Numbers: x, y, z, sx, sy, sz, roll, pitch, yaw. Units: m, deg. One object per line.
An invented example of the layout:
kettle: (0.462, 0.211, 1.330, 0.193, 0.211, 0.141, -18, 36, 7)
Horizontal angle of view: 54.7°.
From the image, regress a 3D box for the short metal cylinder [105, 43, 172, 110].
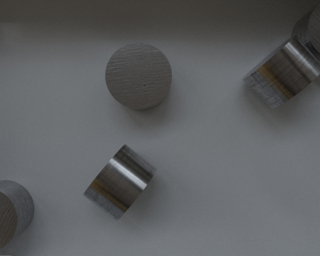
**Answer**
short metal cylinder: (-0.026, -0.063, 0.398, 0.081, 0.050, 0.080, 0, 90, 0)

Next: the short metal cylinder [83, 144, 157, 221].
short metal cylinder: (-0.049, 0.066, 0.383, 0.050, 0.080, 0.080, 39, 90, 0)

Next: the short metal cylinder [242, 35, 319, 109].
short metal cylinder: (0.151, -0.069, 0.385, 0.080, 0.080, 0.050, -42, 90, 0)

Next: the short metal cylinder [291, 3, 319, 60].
short metal cylinder: (0.220, -0.121, 0.400, 0.081, 0.050, 0.080, 0, 90, 0)

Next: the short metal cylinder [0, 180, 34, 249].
short metal cylinder: (-0.212, 0.111, 0.397, 0.081, 0.050, 0.080, 0, 90, 0)
